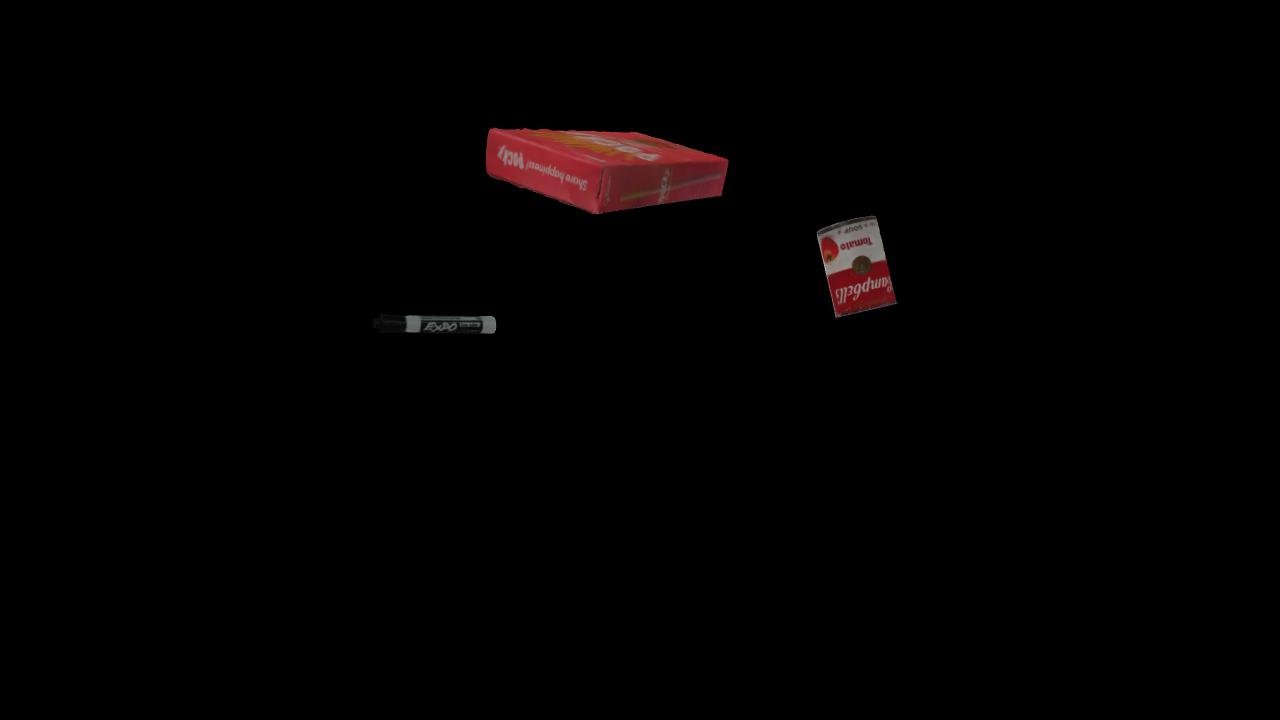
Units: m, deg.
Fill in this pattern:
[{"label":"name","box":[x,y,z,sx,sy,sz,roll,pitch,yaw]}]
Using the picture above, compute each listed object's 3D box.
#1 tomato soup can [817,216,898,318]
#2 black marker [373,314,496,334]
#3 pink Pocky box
[{"label":"tomato soup can","box":[0.243,-0.104,0.692,0.068,0.101,0.068,-13,0,0]},{"label":"black marker","box":[-0.205,-0.036,0.620,0.121,0.020,0.020,-2,1,-37]},{"label":"pink Pocky box","box":[-0.013,-0.124,0.393,0.084,0.029,0.155,26,29,25]}]
